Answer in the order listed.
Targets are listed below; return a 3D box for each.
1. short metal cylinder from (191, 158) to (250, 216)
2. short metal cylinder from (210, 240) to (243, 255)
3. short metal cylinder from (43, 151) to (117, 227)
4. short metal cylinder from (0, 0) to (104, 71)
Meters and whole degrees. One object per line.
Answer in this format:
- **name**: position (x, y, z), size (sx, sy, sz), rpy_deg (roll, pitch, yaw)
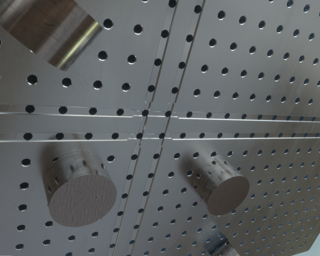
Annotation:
- **short metal cylinder**: position (0.099, 0.097, 0.512), size (0.081, 0.050, 0.079), rpy_deg (-14, 125, -21)
- **short metal cylinder**: position (0.147, 0.277, 0.631), size (0.050, 0.080, 0.080), rpy_deg (-41, 130, -1)
- **short metal cylinder**: position (-0.101, 0.076, 0.388), size (0.081, 0.050, 0.079), rpy_deg (-14, 125, -21)
- **short metal cylinder**: position (-0.096, -0.094, 0.265), size (0.050, 0.080, 0.080), rpy_deg (-48, 129, 5)
